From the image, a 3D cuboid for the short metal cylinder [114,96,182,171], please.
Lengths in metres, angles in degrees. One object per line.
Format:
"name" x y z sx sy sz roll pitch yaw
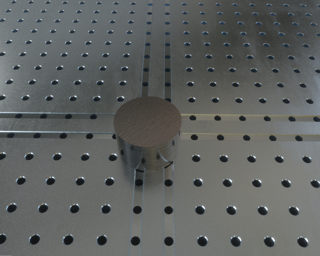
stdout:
"short metal cylinder" -0.015 0.006 0.386 0.081 0.050 0.080 0 50 0
